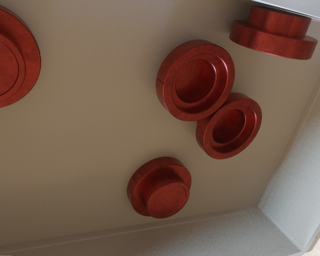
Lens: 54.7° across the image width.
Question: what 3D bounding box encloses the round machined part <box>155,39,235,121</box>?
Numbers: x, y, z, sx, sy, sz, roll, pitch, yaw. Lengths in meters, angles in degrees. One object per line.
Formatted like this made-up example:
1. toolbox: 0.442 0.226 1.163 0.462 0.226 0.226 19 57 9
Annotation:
1. round machined part: 0.039 -0.061 0.381 0.099 0.042 0.097 -14 124 -21

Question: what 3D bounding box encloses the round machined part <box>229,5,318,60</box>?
1. round machined part: 0.135 -0.116 0.363 0.099 0.098 0.042 -3 120 -27

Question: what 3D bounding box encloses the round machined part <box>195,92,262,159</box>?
1. round machined part: 0.093 -0.007 0.443 0.099 0.042 0.097 -15 126 -21

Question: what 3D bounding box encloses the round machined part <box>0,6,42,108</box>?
1. round machined part: -0.158 -0.060 0.275 0.099 0.042 0.097 -14 124 -21

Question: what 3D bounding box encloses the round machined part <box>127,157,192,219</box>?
1. round machined part: 0.004 0.095 0.458 0.099 0.042 0.097 -14 124 -21
